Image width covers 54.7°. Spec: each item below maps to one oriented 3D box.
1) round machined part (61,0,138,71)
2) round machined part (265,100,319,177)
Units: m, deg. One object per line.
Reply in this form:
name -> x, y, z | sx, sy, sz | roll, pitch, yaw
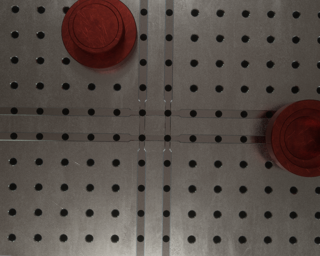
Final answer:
round machined part -> -0.080, -0.127, 0.404 | 0.099, 0.042, 0.097 | 0, 90, -1
round machined part -> 0.187, 0.013, 0.407 | 0.099, 0.042, 0.097 | 0, 90, -1
